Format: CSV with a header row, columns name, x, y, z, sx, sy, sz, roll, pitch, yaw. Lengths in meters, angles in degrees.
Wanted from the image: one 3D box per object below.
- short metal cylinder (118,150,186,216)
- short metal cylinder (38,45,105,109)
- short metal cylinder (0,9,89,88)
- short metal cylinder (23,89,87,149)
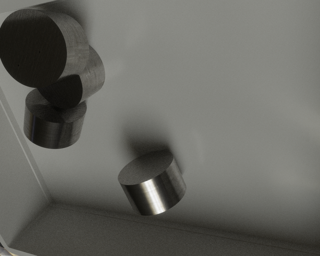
name,x,y,z,sx,sy,sz,roll,pitch,yaw
short metal cylinder,-0.010,0.073,0.424,0.080,0.080,0.050,-10,113,32
short metal cylinder,-0.121,-0.072,0.412,0.080,0.050,0.079,13,124,21
short metal cylinder,-0.127,-0.088,0.343,0.080,0.050,0.079,4,107,13
short metal cylinder,-0.150,-0.016,0.442,0.080,0.080,0.050,31,128,8
